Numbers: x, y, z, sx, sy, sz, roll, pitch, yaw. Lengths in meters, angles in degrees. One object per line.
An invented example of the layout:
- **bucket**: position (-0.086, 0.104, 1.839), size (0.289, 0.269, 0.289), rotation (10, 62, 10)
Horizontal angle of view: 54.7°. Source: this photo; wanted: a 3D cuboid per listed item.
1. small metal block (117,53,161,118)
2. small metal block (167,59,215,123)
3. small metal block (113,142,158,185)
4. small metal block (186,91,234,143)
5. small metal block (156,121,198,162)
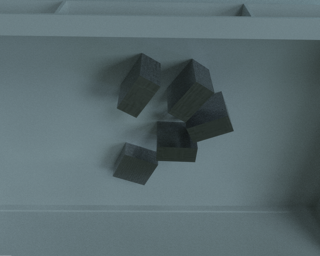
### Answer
- **small metal block**: position (-0.023, -0.048, 0.351), size (0.025, 0.050, 0.050), rotation (27, 125, -21)
- **small metal block**: position (0.033, -0.043, 0.356), size (0.025, 0.050, 0.050), rotation (28, 125, -22)
- **small metal block**: position (-0.036, 0.053, 0.454), size (0.050, 0.025, 0.050), rotation (19, 128, -16)
- **small metal block**: position (0.059, -0.014, 0.381), size (0.050, 0.050, 0.025), rotation (-18, 128, 14)
- **small metal block**: position (0.021, 0.017, 0.407), size (0.050, 0.050, 0.025), rotation (2, 130, -2)
